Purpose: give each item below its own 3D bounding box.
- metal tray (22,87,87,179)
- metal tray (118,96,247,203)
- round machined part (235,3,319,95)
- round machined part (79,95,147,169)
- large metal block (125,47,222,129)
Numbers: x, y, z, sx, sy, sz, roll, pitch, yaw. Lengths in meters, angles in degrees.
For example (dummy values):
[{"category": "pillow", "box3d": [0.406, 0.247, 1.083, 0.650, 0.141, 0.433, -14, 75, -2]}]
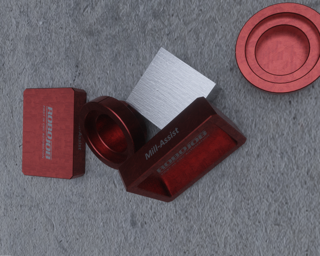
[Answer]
[{"category": "metal tray", "box3d": [-0.157, 0.007, 0.460, 0.090, 0.030, 0.129, 1, 90, 19]}, {"category": "metal tray", "box3d": [0.027, 0.031, 0.362, 0.130, 0.090, 0.030, -42, 51, 15]}, {"category": "round machined part", "box3d": [0.138, -0.086, 0.351, 0.098, 0.042, 0.097, 0, 90, 19]}, {"category": "round machined part", "box3d": [-0.056, 0.003, 0.403, 0.098, 0.042, 0.097, 23, 130, 30]}, {"category": "large metal block", "box3d": [0.018, -0.041, 0.389, 0.080, 0.050, 0.080, 38, 102, 15]}]
